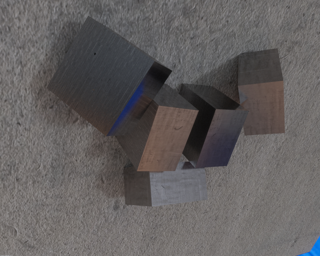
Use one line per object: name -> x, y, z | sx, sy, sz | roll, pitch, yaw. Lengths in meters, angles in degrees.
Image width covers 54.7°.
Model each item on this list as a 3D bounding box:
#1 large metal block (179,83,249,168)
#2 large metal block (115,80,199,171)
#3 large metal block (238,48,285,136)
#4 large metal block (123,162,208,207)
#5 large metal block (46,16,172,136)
large metal block -> 0.058, -0.005, 0.403 | 0.050, 0.080, 0.079 | 1, 118, -29
large metal block -> -0.009, -0.005, 0.367 | 0.050, 0.080, 0.079 | 5, 116, -31
large metal block -> 0.134, -0.048, 0.411 | 0.050, 0.080, 0.080 | -5, 129, 18
large metal block -> 0.005, 0.074, 0.415 | 0.081, 0.080, 0.050 | 1, 79, -29
large metal block -> -0.049, -0.048, 0.306 | 0.080, 0.080, 0.050 | -56, 164, 11
